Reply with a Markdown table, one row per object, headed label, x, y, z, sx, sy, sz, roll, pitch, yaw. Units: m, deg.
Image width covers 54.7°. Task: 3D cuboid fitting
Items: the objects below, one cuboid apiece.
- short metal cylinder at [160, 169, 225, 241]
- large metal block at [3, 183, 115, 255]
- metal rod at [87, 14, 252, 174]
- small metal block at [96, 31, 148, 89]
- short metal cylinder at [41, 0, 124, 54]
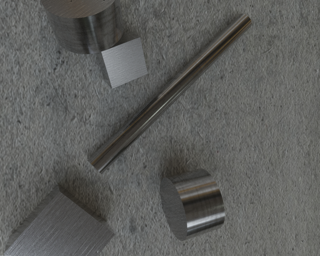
| label | x | y | z | sx | sy | sz | roll | pitch | yaw |
| --- | --- | --- | --- | --- | --- | --- | --- | --- | --- |
| short metal cylinder | 0.039 | 0.096 | 0.396 | 0.050 | 0.080 | 0.079 | -11 | 94 | -20 |
| large metal block | -0.113 | 0.124 | 0.355 | 0.080 | 0.050 | 0.080 | 44 | 76 | -15 |
| metal rod | 0.022 | -0.055 | 0.418 | 0.301 | 0.025 | 0.025 | -45 | 105 | -15 |
| small metal block | -0.047 | -0.084 | 0.380 | 0.050 | 0.025 | 0.050 | -27 | 132 | -18 |
| short metal cylinder | -0.083 | -0.129 | 0.345 | 0.081 | 0.050 | 0.080 | 0 | 59 | 1 |
